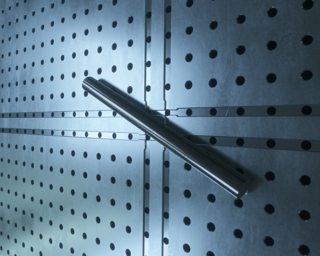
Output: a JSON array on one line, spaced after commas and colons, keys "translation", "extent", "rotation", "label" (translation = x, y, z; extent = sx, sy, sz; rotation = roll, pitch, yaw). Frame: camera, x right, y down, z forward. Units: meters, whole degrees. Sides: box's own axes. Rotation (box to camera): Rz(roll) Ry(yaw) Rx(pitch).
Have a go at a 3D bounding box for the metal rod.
[{"translation": [-0.012, -0.003, 0.418], "extent": [0.300, 0.025, 0.025], "rotation": [34, 111, 34], "label": "metal rod"}]
